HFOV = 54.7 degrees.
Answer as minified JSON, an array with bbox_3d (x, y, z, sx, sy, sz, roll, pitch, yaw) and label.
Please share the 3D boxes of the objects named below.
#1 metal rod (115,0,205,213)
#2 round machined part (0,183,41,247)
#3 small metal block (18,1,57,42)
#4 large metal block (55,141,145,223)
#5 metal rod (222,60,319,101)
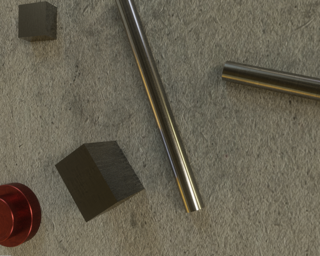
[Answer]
[{"bbox_3d":[-0.003,-0.038,0.409,0.025,0.025,0.299,-21,83,18],"label":"metal rod"},{"bbox_3d":[-0.239,0.137,0.482,0.098,0.042,0.097,0,90,19],"label":"round machined part"},{"bbox_3d":[-0.187,-0.161,0.473,0.050,0.025,0.050,1,90,19],"label":"small metal block"},{"bbox_3d":[-0.075,0.065,0.405,0.050,0.080,0.080,-36,79,16],"label":"large metal block"},{"bbox_3d":[0.217,-0.032,0.332,0.301,0.025,0.025,16,95,18],"label":"metal rod"}]
